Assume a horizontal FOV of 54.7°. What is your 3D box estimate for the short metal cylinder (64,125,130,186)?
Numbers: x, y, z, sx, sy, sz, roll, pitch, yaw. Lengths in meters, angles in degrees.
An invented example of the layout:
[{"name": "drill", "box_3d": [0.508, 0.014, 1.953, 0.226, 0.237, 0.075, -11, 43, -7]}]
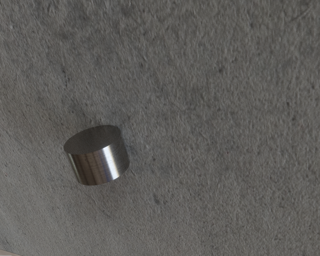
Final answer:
[{"name": "short metal cylinder", "box_3d": [-0.088, 0.037, 0.438, 0.080, 0.080, 0.050, 1, 119, 27]}]
